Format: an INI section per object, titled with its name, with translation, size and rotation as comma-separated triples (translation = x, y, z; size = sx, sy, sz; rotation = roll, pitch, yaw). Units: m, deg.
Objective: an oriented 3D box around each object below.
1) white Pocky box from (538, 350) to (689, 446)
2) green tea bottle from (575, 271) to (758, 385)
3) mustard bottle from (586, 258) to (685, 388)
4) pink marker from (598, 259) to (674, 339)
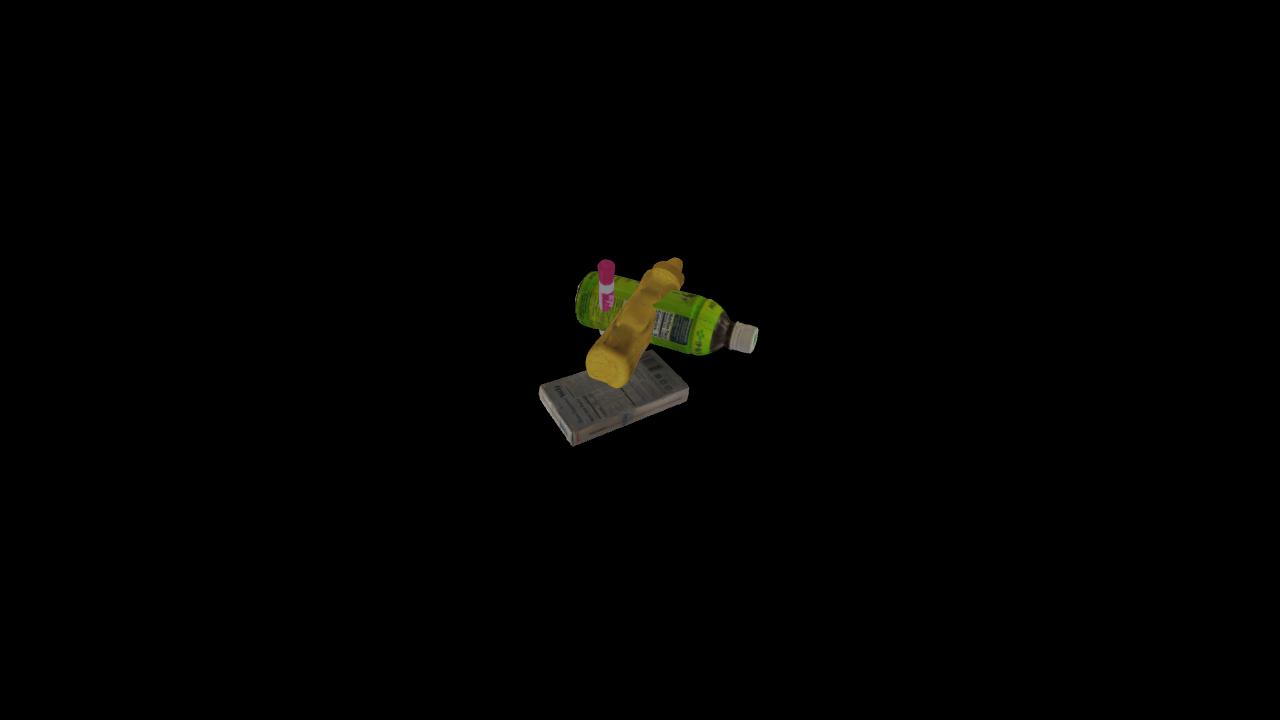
[white Pocky box]
translation = -0.028, 0.039, 0.706
size = 0.154, 0.028, 0.084
rotation = -19, 46, -27
[green tea bottle]
translation = 0.030, -0.048, 0.711
size = 0.212, 0.073, 0.073
rotation = 18, 6, 19
[mustard bottle]
translation = 0.004, -0.055, 0.720
size = 0.054, 0.184, 0.092
rotation = 28, -30, 8
[pink marker]
translation = -0.038, -0.069, 0.699
size = 0.020, 0.020, 0.121
rotation = 0, -34, -3
